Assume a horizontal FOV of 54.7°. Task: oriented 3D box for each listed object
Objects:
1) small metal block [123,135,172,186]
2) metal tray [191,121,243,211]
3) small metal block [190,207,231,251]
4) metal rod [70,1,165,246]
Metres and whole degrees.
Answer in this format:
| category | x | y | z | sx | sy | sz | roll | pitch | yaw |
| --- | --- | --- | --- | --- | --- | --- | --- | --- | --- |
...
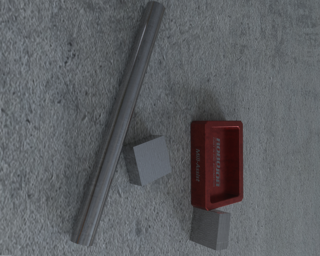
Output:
| category | x | y | z | sx | sy | sz | roll | pitch | yaw |
| --- | --- | --- | --- | --- | --- | --- | --- | --- | --- |
| small metal block | -0.016 | 0.040 | 0.393 | 0.050 | 0.025 | 0.050 | -20 | 103 | -39 |
| metal tray | 0.090 | 0.053 | 0.479 | 0.091 | 0.030 | 0.129 | -1 | 91 | -40 |
| small metal block | 0.073 | 0.145 | 0.453 | 0.025 | 0.050 | 0.050 | 12 | 83 | -40 |
| metal rod | -0.045 | -0.016 | 0.368 | 0.025 | 0.025 | 0.299 | 26 | 74 | -37 |
